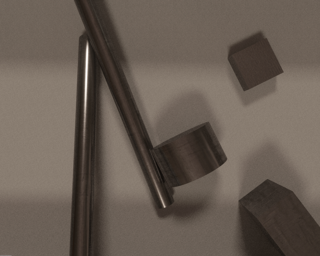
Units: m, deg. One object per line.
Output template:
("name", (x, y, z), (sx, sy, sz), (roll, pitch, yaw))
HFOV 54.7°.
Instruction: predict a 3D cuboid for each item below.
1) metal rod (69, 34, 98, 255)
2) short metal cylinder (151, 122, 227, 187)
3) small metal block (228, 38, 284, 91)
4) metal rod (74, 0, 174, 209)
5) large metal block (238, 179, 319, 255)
("metal rod", (-0.090, 0.026, 0.372), (0.025, 0.025, 0.299), (-2, 75, -1))
("short metal cylinder", (0.036, 0.032, 0.384), (0.080, 0.080, 0.050), (-26, 91, 0))
("small metal block", (0.127, -0.083, 0.413), (0.050, 0.025, 0.050), (-27, 90, -1))
("metal rod", (-0.047, -0.037, 0.398), (0.025, 0.025, 0.299), (-21, 95, 0))
("large metal block", (0.152, 0.117, 0.386), (0.050, 0.080, 0.080), (-37, 90, 0))
